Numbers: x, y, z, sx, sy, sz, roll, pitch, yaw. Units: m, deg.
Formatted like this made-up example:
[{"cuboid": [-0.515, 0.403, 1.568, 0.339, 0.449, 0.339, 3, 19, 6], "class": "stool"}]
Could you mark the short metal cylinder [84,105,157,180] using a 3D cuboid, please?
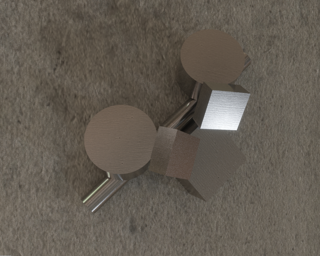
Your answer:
[{"cuboid": [-0.045, 0.019, 0.366, 0.081, 0.050, 0.080, 1, 72, -4], "class": "short metal cylinder"}]

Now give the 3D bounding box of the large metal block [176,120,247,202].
[{"cuboid": [0.054, 0.037, 0.416, 0.080, 0.050, 0.080, -43, 104, -15], "class": "large metal block"}]

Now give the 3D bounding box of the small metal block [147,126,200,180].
[{"cuboid": [0.017, 0.029, 0.352, 0.050, 0.025, 0.050, 22, 82, -51], "class": "small metal block"}]

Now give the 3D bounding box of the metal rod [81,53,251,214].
[{"cuboid": [0.018, -0.003, 0.418, 0.301, 0.025, 0.025, -43, 104, -15], "class": "metal rod"}]

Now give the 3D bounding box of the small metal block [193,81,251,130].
[{"cuboid": [0.073, -0.026, 0.372, 0.050, 0.025, 0.050, 2, 120, -20], "class": "small metal block"}]

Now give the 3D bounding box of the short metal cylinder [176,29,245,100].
[{"cuboid": [0.064, -0.081, 0.406, 0.081, 0.050, 0.080, 1, 72, -4], "class": "short metal cylinder"}]
